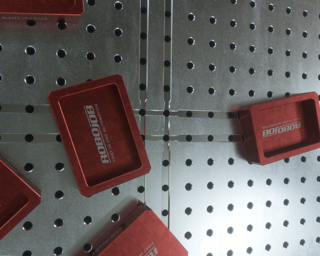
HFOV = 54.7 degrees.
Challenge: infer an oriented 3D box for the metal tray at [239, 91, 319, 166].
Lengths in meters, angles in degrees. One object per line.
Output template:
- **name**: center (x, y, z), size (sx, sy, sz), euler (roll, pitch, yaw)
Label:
- **metal tray**: center (0.192, -0.001, 0.482), size (0.131, 0.030, 0.089), euler (-13, 95, -20)

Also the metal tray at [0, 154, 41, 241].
- **metal tray**: center (-0.208, 0.064, 0.333), size (0.090, 0.030, 0.130), euler (-45, 104, -15)

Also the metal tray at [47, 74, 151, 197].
- **metal tray**: center (-0.074, 0.008, 0.383), size (0.091, 0.030, 0.129), euler (-19, 97, -19)

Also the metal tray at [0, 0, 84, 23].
- **metal tray**: center (-0.158, -0.170, 0.351), size (0.131, 0.030, 0.089), euler (-6, 92, -20)

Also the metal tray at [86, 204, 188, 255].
- **metal tray**: center (-0.039, 0.175, 0.397), size (0.130, 0.030, 0.090), euler (-41, 103, -16)
